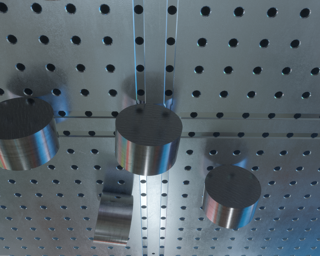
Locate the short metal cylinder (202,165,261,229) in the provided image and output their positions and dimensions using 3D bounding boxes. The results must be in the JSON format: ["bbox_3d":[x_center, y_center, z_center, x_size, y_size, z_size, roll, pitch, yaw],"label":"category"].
[{"bbox_3d":[0.106,0.102,0.464,0.081,0.080,0.050,0,130,0],"label":"short metal cylinder"}]

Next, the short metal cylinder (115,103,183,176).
[{"bbox_3d":[-0.015,0.013,0.387,0.081,0.080,0.050,4,130,-4],"label":"short metal cylinder"}]

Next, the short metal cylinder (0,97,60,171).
[{"bbox_3d":[-0.168,0.005,0.378,0.081,0.080,0.050,2,130,-2],"label":"short metal cylinder"}]

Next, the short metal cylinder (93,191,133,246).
[{"bbox_3d":[-0.075,0.145,0.498,0.050,0.080,0.079,10,129,-9],"label":"short metal cylinder"}]
